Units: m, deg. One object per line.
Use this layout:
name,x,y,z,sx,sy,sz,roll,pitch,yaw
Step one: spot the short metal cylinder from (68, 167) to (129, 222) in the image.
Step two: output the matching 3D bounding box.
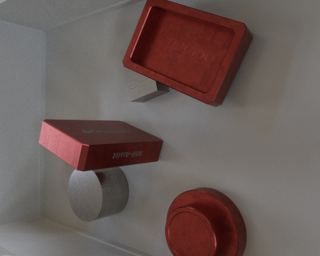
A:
short metal cylinder,-0.093,0.095,0.465,0.080,0.050,0.079,0,90,39

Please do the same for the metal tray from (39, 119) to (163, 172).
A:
metal tray,-0.071,0.017,0.395,0.090,0.131,0.030,24,105,37

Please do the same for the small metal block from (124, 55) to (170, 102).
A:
small metal block,-0.019,-0.066,0.420,0.050,0.025,0.050,-17,79,38

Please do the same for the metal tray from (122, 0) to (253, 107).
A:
metal tray,0.027,-0.090,0.359,0.130,0.030,0.089,28,101,27

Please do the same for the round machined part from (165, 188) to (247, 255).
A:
round machined part,0.045,0.121,0.357,0.098,0.042,0.097,0,90,39
